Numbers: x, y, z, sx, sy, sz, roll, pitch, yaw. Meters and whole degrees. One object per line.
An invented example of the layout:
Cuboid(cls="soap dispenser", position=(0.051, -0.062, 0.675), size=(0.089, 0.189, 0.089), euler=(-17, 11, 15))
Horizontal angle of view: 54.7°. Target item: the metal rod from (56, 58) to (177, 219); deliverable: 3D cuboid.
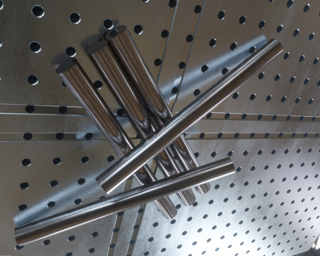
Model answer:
Cuboid(cls="metal rod", position=(-0.040, 0.037, 0.414), size=(0.025, 0.025, 0.299), euler=(-34, 129, -6))

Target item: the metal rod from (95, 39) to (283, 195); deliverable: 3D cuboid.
Cuboid(cls="metal rod", position=(0.046, -0.022, 0.398), size=(0.301, 0.025, 0.025), euler=(-38, 130, -13))

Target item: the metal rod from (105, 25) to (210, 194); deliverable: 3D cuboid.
Cuboid(cls="metal rod", position=(0.013, -0.001, 0.419), size=(0.025, 0.025, 0.299), euler=(-35, 129, -5))

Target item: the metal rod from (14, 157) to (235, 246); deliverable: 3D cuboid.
Cuboid(cls="metal rod", position=(-0.040, 0.097, 0.424), size=(0.302, 0.025, 0.025), euler=(-17, 126, -9))

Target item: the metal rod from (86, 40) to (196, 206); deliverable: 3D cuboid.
Cuboid(cls="metal rod", position=(-0.009, 0.017, 0.418), size=(0.025, 0.025, 0.299), euler=(-34, 129, -6))
